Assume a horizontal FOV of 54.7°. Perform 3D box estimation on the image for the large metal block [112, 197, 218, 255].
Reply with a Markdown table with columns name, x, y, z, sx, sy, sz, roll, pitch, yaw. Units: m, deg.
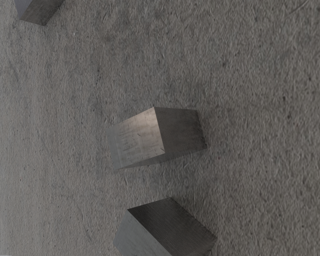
| name | x | y | z | sx | sy | sz | roll | pitch | yaw |
| --- | --- | --- | --- | --- | --- | --- | --- | --- | --- |
| large metal block | 0.006 | 0.132 | 0.364 | 0.080 | 0.081 | 0.050 | 36 | 112 | 34 |

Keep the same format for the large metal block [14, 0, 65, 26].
| name | x | y | z | sx | sy | sz | roll | pitch | yaw |
| --- | --- | --- | --- | --- | --- | --- | --- | --- | --- |
| large metal block | -0.229 | -0.253 | 0.578 | 0.080 | 0.050 | 0.080 | -32 | 70 | 35 |

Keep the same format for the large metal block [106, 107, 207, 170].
| name | x | y | z | sx | sy | sz | roll | pitch | yaw |
| --- | --- | --- | --- | --- | --- | --- | --- | --- | --- |
| large metal block | -0.004 | 0.013 | 0.372 | 0.080 | 0.081 | 0.050 | -22 | 76 | 38 |
